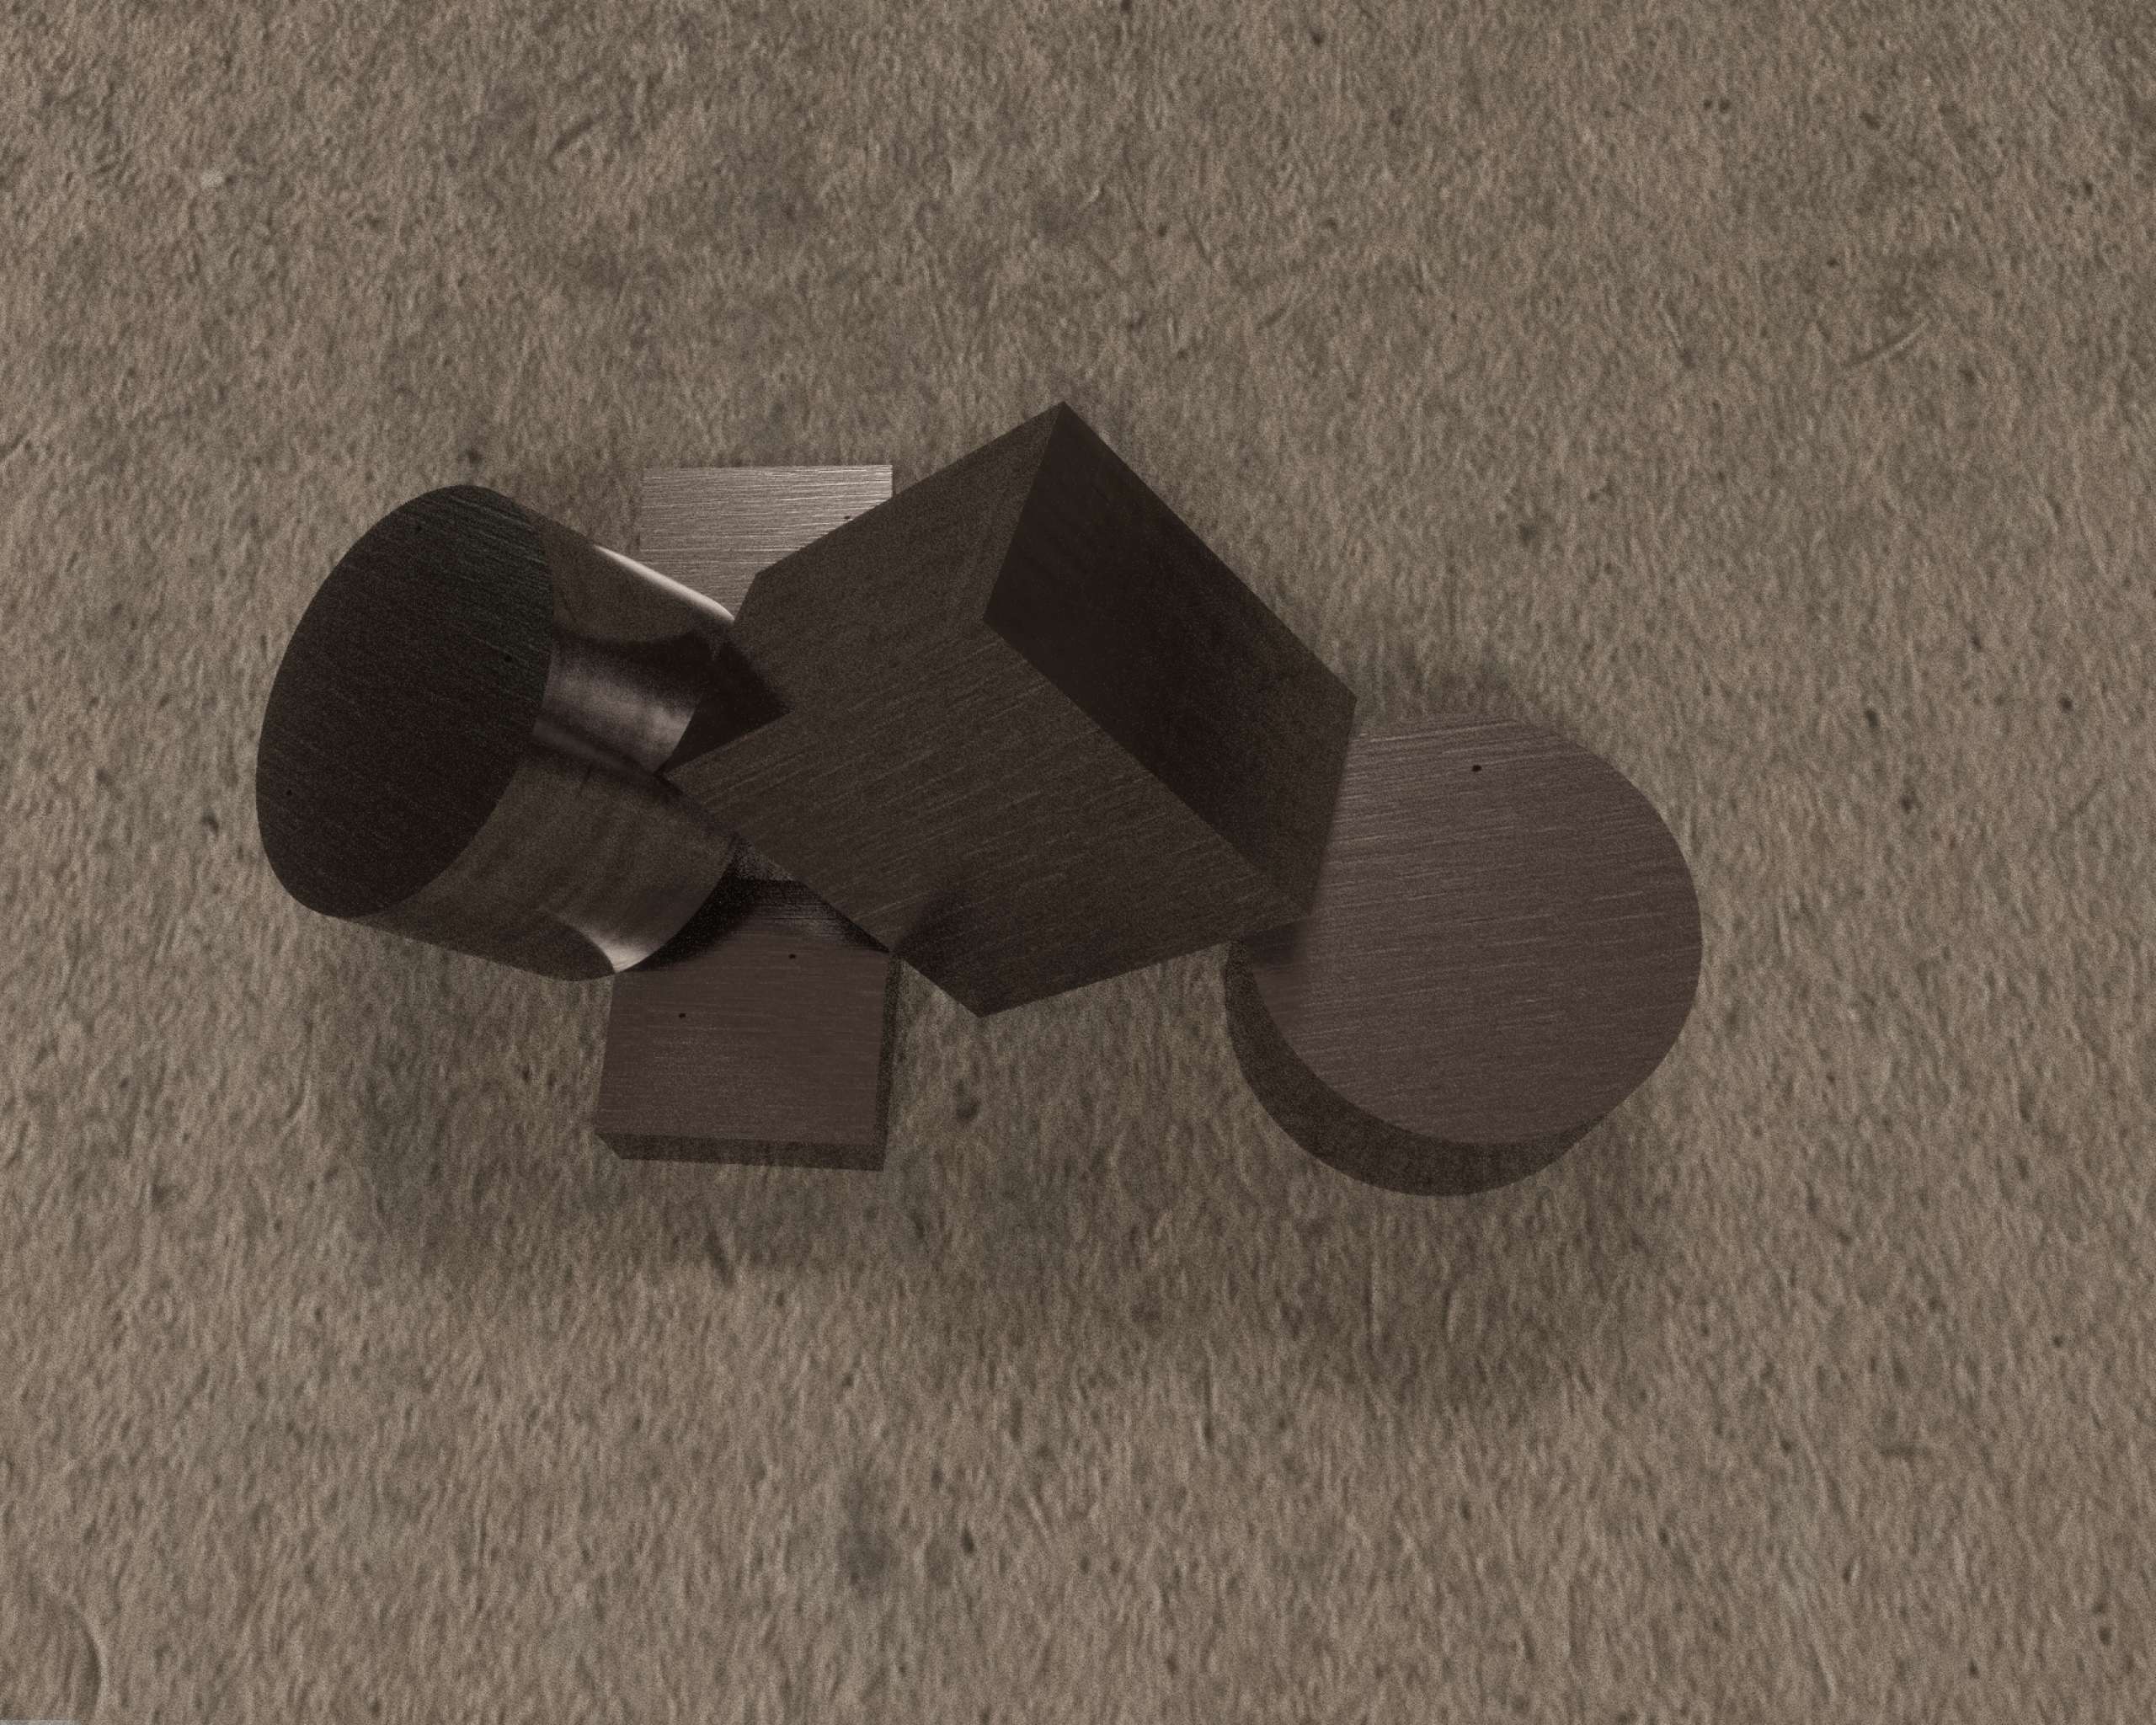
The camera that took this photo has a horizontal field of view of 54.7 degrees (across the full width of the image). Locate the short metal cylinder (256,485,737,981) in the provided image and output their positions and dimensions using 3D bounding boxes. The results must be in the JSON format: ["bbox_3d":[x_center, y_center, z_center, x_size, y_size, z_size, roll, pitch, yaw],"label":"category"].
[{"bbox_3d":[-0.104,-0.022,0.384,0.080,0.050,0.080,-13,67,33],"label":"short metal cylinder"}]

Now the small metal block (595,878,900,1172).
[{"bbox_3d":[-0.061,0.031,0.397,0.050,0.025,0.050,3,70,0],"label":"small metal block"}]

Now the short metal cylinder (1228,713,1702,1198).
[{"bbox_3d":[0.069,0.019,0.390,0.081,0.050,0.080,0,70,0],"label":"short metal cylinder"}]

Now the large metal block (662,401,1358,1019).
[{"bbox_3d":[-0.011,-0.022,0.368,0.080,0.080,0.050,41,48,-30],"label":"large metal block"}]

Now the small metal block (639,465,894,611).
[{"bbox_3d":[-0.063,-0.053,0.428,0.050,0.025,0.050,-1,70,-1],"label":"small metal block"}]
